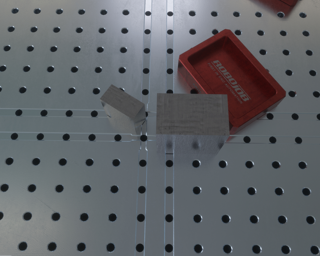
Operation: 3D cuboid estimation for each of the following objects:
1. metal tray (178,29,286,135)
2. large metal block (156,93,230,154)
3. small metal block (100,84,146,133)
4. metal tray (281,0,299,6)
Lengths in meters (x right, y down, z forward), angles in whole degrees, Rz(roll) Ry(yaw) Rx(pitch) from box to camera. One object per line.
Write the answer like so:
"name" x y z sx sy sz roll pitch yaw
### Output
"metal tray" 0.097 -0.067 0.434 0.090 0.030 0.130 -32 73 -11
"large metal block" 0.036 -0.002 0.384 0.081 0.080 0.050 1 70 0
"small metal block" -0.047 -0.025 0.407 0.050 0.050 0.025 32 73 11
"metal tray" 0.218 -0.272 0.509 0.090 0.030 0.130 36 74 12
